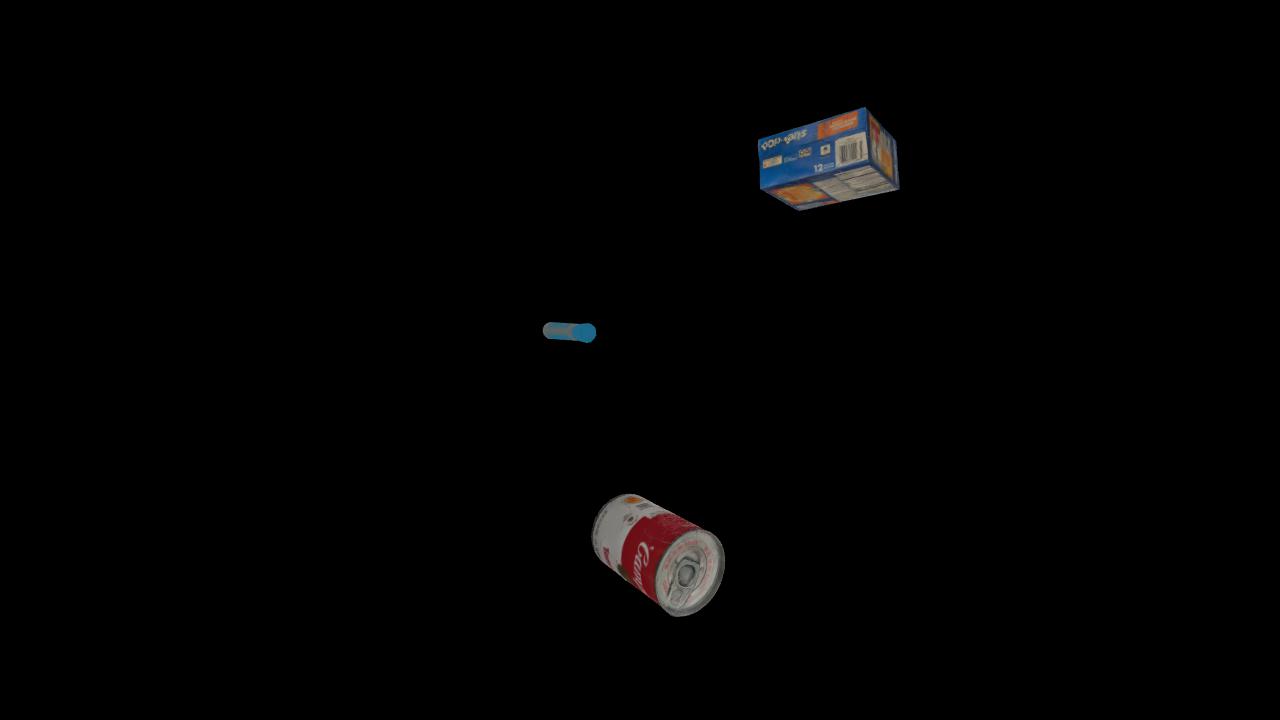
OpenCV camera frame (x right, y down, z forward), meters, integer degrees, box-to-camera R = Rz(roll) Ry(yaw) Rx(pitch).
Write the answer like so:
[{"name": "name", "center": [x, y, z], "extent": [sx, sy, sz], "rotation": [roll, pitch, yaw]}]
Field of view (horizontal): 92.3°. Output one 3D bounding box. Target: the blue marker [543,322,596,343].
[{"name": "blue marker", "center": [-0.074, -0.029, 0.634], "extent": [0.020, 0.020, 0.121], "rotation": [0, 4, -26]}]

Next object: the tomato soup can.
[{"name": "tomato soup can", "center": [0.012, 0.155, 0.505], "extent": [0.068, 0.068, 0.101], "rotation": [0, 7, -34]}]

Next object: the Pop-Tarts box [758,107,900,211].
[{"name": "Pop-Tarts box", "center": [0.287, -0.298, 0.937], "extent": [0.167, 0.083, 0.141], "rotation": [-3, -6, 39]}]
